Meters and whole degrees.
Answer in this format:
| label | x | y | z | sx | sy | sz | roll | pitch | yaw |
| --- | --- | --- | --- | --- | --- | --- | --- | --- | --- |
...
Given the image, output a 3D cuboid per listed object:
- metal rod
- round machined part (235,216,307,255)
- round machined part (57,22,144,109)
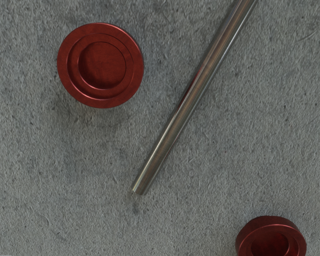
| label | x | y | z | sx | sy | sz | roll | pitch | yaw |
| --- | --- | --- | --- | --- | --- | --- | --- | --- | --- |
| metal rod | 0.039 | -0.037 | 0.396 | 0.025 | 0.025 | 0.298 | 26 | 108 | -9 |
| round machined part | 0.162 | 0.172 | 0.466 | 0.099 | 0.042 | 0.097 | 0 | 110 | 0 |
| round machined part | -0.068 | -0.076 | 0.372 | 0.099 | 0.042 | 0.097 | 0 | 110 | 0 |
